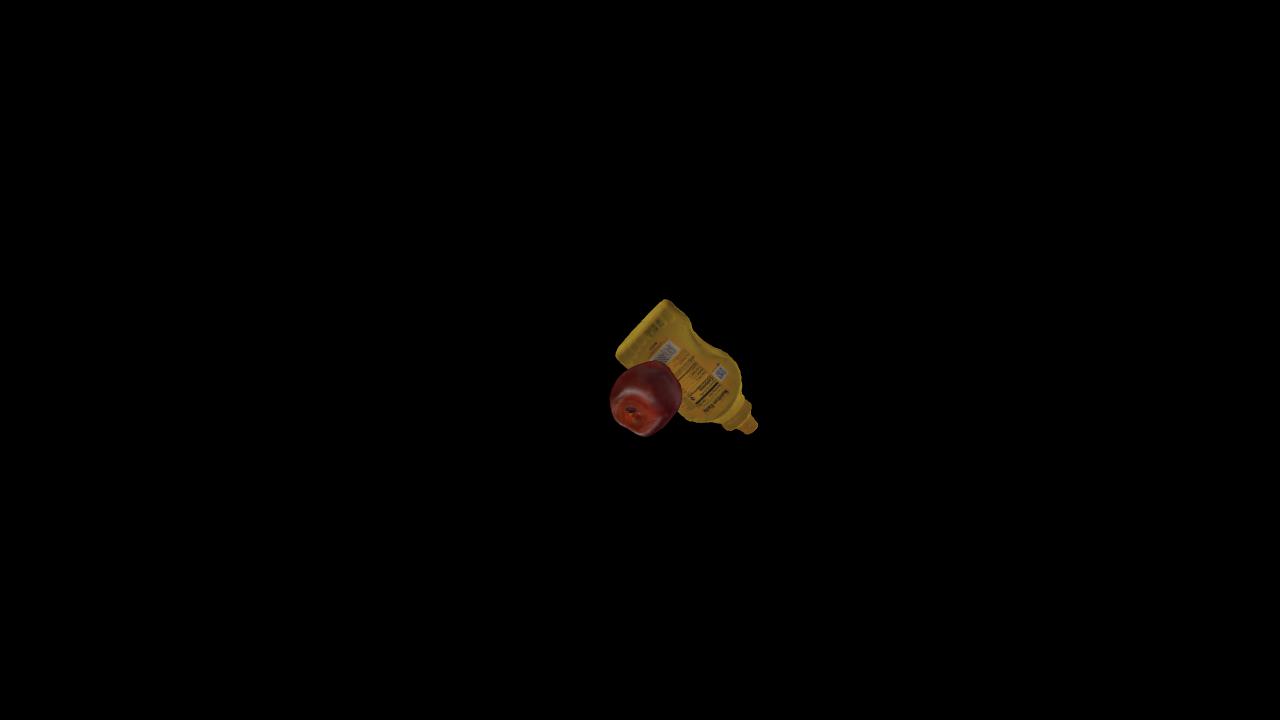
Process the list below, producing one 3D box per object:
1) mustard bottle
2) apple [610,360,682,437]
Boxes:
[{"bbox_3d":[0.066,0.022,0.709,0.184,0.092,0.054,42,9,-9],"label":"mustard bottle"},{"bbox_3d":[0.008,0.039,0.677,0.079,0.079,0.093,0,22,26],"label":"apple"}]
